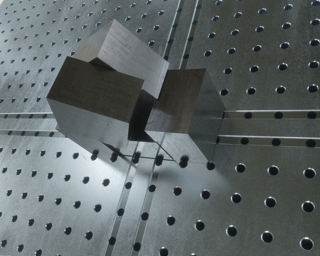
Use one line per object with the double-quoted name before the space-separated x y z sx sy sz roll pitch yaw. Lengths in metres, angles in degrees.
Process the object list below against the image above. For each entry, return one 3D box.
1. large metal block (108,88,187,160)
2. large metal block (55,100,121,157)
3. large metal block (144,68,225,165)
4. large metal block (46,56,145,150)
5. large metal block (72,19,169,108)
"large metal block" -0.018 -0.008 0.403 0.080 0.050 0.080 3 63 29
"large metal block" -0.083 -0.014 0.424 0.050 0.080 0.080 2 63 29
"large metal block" 0.033 -0.012 0.361 0.050 0.080 0.080 4 64 30
"large metal block" -0.066 -0.023 0.334 0.080 0.080 0.050 17 67 -1
"large metal block" -0.051 -0.066 0.357 0.080 0.080 0.050 -12 53 48
